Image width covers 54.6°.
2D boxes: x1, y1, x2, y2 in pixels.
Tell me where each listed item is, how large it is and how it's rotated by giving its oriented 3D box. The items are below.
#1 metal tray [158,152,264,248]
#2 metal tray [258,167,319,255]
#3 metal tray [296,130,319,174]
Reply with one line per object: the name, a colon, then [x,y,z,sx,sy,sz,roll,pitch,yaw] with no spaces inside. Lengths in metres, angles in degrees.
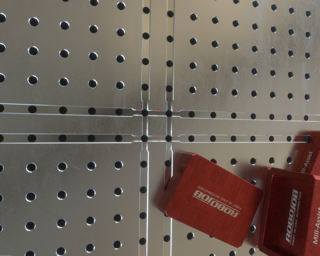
metal tray: [0.074,0.101,0.437,0.131,0.030,0.090,29,80,-18]
metal tray: [0.191,0.128,0.448,0.030,0.090,0.129,11,86,-20]
metal tray: [0.271,0.080,0.509,0.090,0.030,0.130,29,80,-18]
